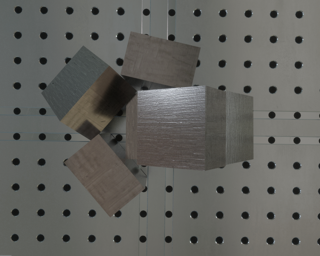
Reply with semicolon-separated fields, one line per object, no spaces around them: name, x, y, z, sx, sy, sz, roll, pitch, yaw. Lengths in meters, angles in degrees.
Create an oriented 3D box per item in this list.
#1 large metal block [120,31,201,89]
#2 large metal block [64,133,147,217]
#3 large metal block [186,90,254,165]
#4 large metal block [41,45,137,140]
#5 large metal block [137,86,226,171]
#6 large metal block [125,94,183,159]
large metal block;0.001;-0.075;0.386;0.080;0.080;0.050;13;90;0
large metal block;-0.062;0.053;0.384;0.050;0.080;0.080;-40;91;0
large metal block;0.075;0.000;0.378;0.050;0.080;0.080;0;89;38
large metal block;-0.088;-0.044;0.379;0.080;0.080;0.050;-49;134;0
large metal block;0.023;0.000;0.332;0.080;0.050;0.080;0;89;34
large metal block;-0.001;-0.002;0.401;0.080;0.050;0.080;1;90;0
